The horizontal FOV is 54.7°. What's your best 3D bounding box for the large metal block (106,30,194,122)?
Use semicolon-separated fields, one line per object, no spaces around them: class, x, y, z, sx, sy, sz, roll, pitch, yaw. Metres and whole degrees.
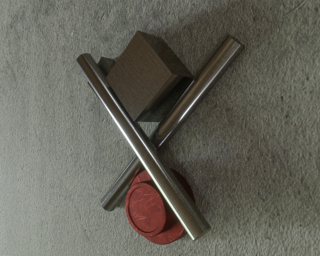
large metal block;-0.014;-0.064;0.401;0.080;0.050;0.080;-49;61;28

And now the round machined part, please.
round machined part;-0.006;0.101;0.398;0.098;0.042;0.097;0;90;39

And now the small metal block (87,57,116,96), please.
small metal block;-0.078;-0.071;0.470;0.050;0.025;0.050;50;119;28

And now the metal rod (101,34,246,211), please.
metal rod;0.002;0.010;0.405;0.025;0.025;0.298;52;120;27

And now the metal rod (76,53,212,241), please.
metal rod;-0.034;0.006;0.399;0.025;0.025;0.300;-51;61;28
